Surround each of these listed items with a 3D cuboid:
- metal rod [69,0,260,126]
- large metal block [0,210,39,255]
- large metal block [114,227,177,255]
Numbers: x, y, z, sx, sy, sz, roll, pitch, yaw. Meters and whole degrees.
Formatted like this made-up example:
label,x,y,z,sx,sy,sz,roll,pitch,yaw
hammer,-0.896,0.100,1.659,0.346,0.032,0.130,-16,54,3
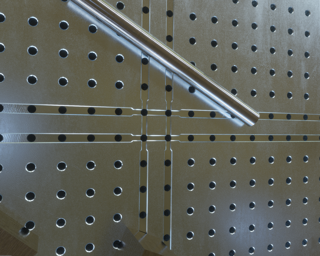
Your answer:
label,x,y,z,sx,sy,sz,roll,pitch,yaw
metal rod,0.018,-0.089,0.418,0.301,0.025,0.025,32,80,-17
large metal block,-0.191,0.134,0.329,0.080,0.050,0.080,43,77,-15
large metal block,-0.025,0.177,0.375,0.050,0.080,0.080,27,81,-18
